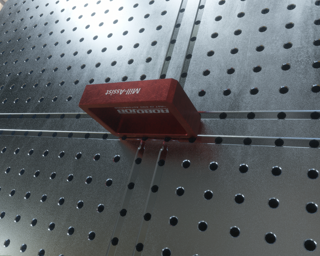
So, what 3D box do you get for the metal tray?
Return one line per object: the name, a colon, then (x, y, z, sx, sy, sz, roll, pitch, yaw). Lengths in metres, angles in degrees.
metal tray: (-0.024, -0.021, 0.393, 0.130, 0.090, 0.030, 0, 62, 28)
